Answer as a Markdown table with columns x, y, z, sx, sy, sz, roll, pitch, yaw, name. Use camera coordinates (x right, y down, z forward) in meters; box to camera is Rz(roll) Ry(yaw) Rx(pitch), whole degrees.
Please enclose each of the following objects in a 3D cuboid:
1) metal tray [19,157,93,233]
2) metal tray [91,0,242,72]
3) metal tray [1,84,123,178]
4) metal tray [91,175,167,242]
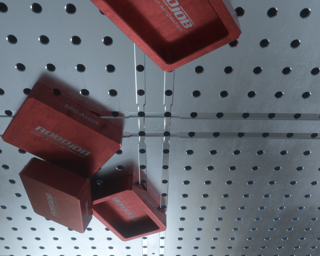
| x | y | z | sx | sy | sz | roll | pitch | yaw | name |
| --- | --- | --- | --- | --- | --- | --- | --- | --- | --- |
| -0.150 | 0.105 | 0.462 | 0.090 | 0.030 | 0.129 | 21 | 141 | 7 | metal tray |
| 0.006 | -0.113 | 0.281 | 0.090 | 0.030 | 0.130 | -22 | 143 | 28 | metal tray |
| -0.127 | 0.010 | 0.415 | 0.131 | 0.030 | 0.090 | 31 | 123 | -24 | metal tray |
| -0.056 | 0.141 | 0.527 | 0.090 | 0.030 | 0.130 | -21 | 128 | 16 | metal tray |
